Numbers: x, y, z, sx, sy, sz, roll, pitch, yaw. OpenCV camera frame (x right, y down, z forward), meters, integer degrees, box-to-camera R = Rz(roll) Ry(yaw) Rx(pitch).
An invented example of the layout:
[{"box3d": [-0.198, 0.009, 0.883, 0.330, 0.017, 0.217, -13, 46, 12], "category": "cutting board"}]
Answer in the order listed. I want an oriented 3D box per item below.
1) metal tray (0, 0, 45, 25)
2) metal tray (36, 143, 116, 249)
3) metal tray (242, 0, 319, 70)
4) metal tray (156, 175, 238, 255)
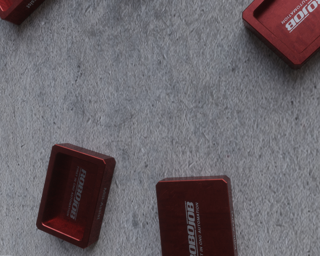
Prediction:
[{"box3d": [-0.209, -0.236, 0.480, 0.130, 0.030, 0.090, -35, 79, 16], "category": "metal tray"}, {"box3d": [-0.123, 0.095, 0.449, 0.090, 0.030, 0.129, 15, 95, 19], "category": "metal tray"}, {"box3d": [0.170, -0.142, 0.345, 0.130, 0.030, 0.090, -45, 76, 14], "category": "metal tray"}, {"box3d": [0.047, 0.128, 0.390, 0.090, 0.030, 0.129, -6, 88, 19], "category": "metal tray"}]
